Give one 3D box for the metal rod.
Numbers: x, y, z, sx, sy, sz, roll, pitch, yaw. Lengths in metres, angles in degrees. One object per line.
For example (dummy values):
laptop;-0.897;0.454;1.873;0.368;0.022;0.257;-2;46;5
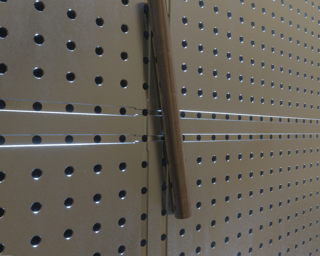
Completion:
metal rod;0.014;-0.023;0.423;0.025;0.025;0.298;-13;98;-40
